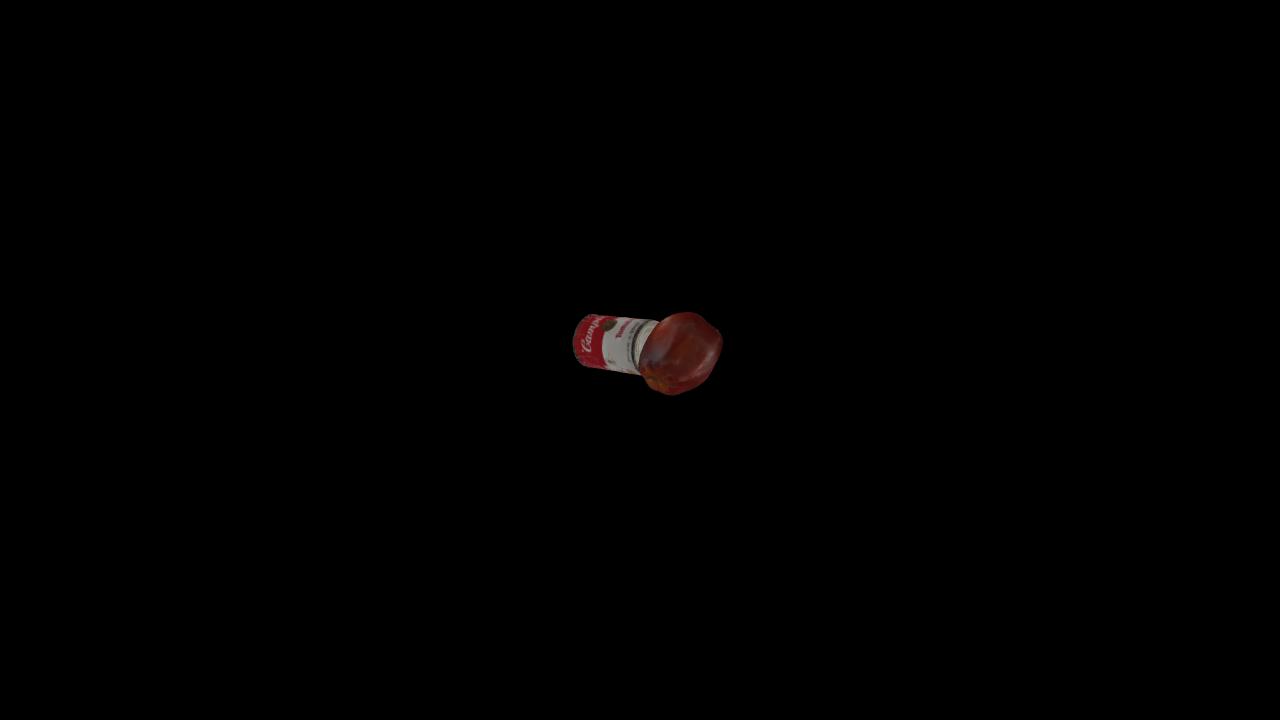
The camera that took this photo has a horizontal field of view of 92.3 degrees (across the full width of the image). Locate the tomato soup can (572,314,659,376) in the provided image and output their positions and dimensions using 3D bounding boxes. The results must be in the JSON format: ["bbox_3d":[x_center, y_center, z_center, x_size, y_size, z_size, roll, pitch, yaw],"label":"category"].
[{"bbox_3d":[-0.022,-0.018,0.737,0.101,0.068,0.068,9,6,40],"label":"tomato soup can"}]

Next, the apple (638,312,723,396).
[{"bbox_3d":[0.041,-0.006,0.636,0.079,0.079,0.093,0,40,46],"label":"apple"}]
